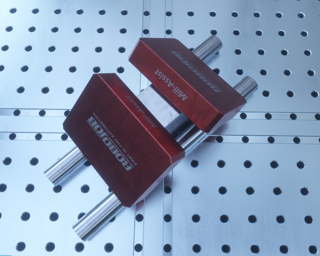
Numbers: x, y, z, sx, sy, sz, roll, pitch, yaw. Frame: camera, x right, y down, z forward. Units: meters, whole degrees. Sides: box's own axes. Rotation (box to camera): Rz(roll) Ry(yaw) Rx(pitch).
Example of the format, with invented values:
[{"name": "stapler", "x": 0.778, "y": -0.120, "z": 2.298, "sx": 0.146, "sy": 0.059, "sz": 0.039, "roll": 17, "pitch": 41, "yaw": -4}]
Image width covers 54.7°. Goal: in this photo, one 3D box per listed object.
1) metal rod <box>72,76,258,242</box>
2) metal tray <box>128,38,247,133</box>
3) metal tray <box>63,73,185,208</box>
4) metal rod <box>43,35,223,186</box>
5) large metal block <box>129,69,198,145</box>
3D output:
[{"name": "metal rod", "x": 0.016, "y": 0.031, "z": 0.401, "sx": 0.301, "sy": 0.025, "sz": 0.025, "roll": -40, "pitch": 75, "yaw": -14}, {"name": "metal tray", "x": 0.035, "y": -0.057, "z": 0.375, "sx": 0.130, "sy": 0.030, "sz": 0.091, "roll": 45, "pitch": 32, "yaw": 14}, {"name": "metal tray", "x": -0.045, "y": 0.012, "z": 0.349, "sx": 0.130, "sy": 0.030, "sz": 0.090, "roll": 48, "pitch": 120, "yaw": 15}, {"name": "metal rod", "x": -0.027, "y": -0.032, "z": 0.423, "sx": 0.301, "sy": 0.025, "sz": 0.025, "roll": -41, "pitch": 75, "yaw": -14}, {"name": "large metal block", "x": 0.001, "y": -0.016, "z": 0.388, "sx": 0.080, "sy": 0.080, "sz": 0.050, "roll": -40, "pitch": 75, "yaw": -13}]
